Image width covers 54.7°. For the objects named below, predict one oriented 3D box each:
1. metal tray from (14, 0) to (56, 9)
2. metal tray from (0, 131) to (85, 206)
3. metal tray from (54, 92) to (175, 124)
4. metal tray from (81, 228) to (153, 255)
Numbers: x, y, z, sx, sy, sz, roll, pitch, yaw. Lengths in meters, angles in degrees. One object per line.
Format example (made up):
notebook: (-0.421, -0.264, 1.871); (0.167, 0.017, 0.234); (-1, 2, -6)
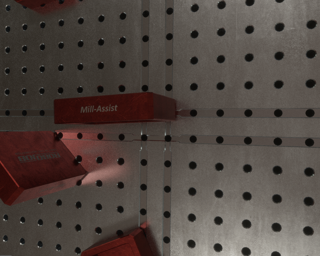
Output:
metal tray: (-0.184, -0.261, 0.473); (0.090, 0.030, 0.129); (-10, 87, 19)
metal tray: (-0.170, 0.046, 0.415); (0.030, 0.130, 0.090); (-46, 76, 14)
metal tray: (-0.055, -0.022, 0.396); (0.130, 0.090, 0.030); (-2, 89, 19)
metal tray: (-0.044, 0.215, 0.424); (0.090, 0.030, 0.129); (-26, 82, 17)
